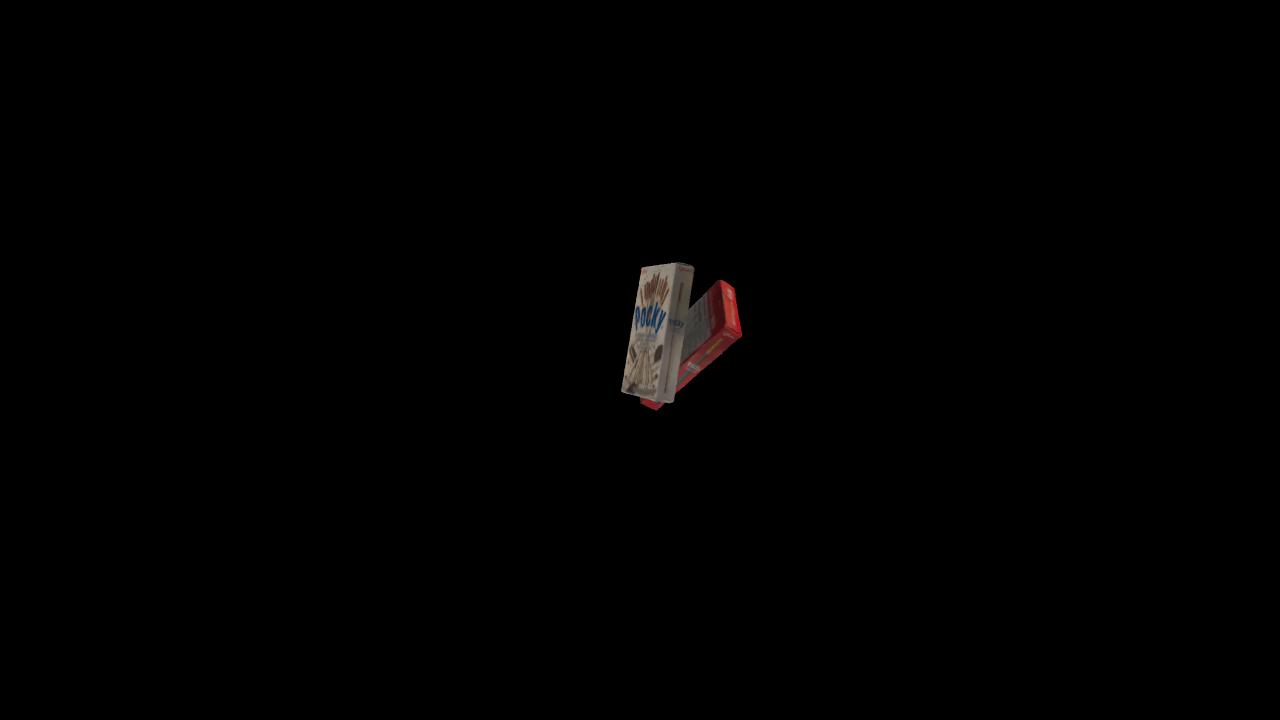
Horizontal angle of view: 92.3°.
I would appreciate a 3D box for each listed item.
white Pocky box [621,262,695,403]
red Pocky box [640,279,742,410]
[{"bbox_3d":[0.020,-0.032,0.704,0.028,0.154,0.084,9,-1,-29],"label":"white Pocky box"},{"bbox_3d":[0.055,-0.015,0.710,0.028,0.083,0.155,28,-51,-23],"label":"red Pocky box"}]
